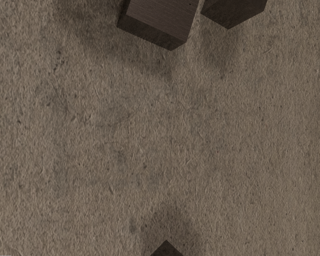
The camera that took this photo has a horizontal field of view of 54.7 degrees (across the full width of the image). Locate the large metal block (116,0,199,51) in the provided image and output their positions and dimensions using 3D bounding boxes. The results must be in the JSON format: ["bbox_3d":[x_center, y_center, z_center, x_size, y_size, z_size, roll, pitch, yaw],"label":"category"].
[{"bbox_3d":[0.000,-0.156,0.396,0.081,0.050,0.080,19,84,-20],"label":"large metal block"}]

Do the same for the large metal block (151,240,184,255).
[{"bbox_3d":[0.029,0.201,0.392,0.050,0.080,0.080,-42,104,-15],"label":"large metal block"}]

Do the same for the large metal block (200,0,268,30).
[{"bbox_3d":[0.108,-0.192,0.421,0.050,0.080,0.080,23,82,-19],"label":"large metal block"}]
